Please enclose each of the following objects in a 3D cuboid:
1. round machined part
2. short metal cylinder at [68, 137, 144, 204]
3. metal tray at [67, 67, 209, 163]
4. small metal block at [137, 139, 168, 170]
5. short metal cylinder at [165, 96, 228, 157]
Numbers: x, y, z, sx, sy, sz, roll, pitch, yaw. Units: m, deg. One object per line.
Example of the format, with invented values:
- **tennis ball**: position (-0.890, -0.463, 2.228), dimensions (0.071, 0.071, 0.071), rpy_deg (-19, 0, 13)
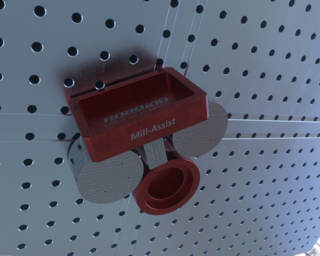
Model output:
- **round machined part**: position (0.005, 0.074, 0.443), dimensions (0.099, 0.042, 0.097), rpy_deg (-14, 124, -21)
- **short metal cylinder**: position (-0.067, 0.046, 0.382), dimensions (0.081, 0.050, 0.079), rpy_deg (-14, 124, -21)
- **metal tray**: position (-0.025, -0.021, 0.337), dimensions (0.131, 0.090, 0.030), rpy_deg (-21, 127, -15)
- **small metal block**: position (-0.016, 0.016, 0.391), dimensions (0.025, 0.050, 0.050), rpy_deg (-23, 127, -15)
- **short metal cylinder**: position (0.041, -0.008, 0.408), dimensions (0.081, 0.050, 0.079), rpy_deg (-14, 124, -21)
